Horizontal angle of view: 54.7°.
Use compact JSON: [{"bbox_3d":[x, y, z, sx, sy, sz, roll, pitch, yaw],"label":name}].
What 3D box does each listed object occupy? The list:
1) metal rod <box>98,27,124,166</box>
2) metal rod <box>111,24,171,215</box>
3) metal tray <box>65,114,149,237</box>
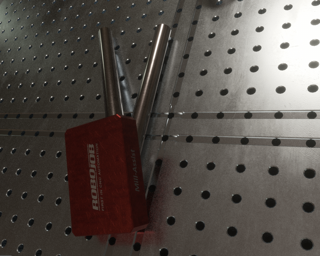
[{"bbox_3d":[-0.073,-0.064,0.465,0.025,0.025,0.300,-25,47,13],"label":"metal rod"},{"bbox_3d":[-0.024,-0.028,0.435,0.025,0.025,0.300,-2,61,27],"label":"metal rod"},{"bbox_3d":[-0.066,0.057,0.367,0.090,0.030,0.129,-14,77,29],"label":"metal tray"}]
